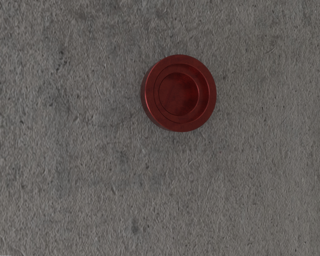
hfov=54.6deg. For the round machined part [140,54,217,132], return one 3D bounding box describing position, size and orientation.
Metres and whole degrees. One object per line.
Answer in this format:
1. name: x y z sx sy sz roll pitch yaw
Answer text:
1. round machined part: 0.021 -0.044 0.407 0.099 0.042 0.097 0 90 -20
